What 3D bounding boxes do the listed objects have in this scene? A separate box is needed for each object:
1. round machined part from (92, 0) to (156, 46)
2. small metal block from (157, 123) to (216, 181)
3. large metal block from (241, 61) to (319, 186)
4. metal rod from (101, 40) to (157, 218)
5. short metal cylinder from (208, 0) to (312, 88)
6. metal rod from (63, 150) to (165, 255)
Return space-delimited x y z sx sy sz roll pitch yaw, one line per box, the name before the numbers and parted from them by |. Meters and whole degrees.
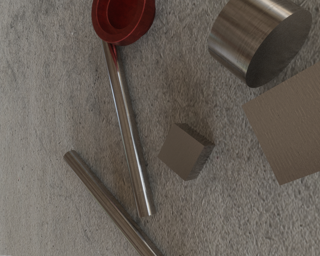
round machined part | -0.045 -0.162 0.426 0.098 0.042 0.097 -1 89 36
small metal block | 0.031 0.028 0.378 0.050 0.025 0.050 39 113 33
large metal block | 0.134 -0.003 0.277 0.080 0.050 0.080 -32 70 35
metal rod | -0.051 -0.025 0.444 0.025 0.025 0.299 -22 76 37
short metal cylinder | 0.093 -0.085 0.292 0.050 0.081 0.080 48 118 29
metal rod | -0.057 0.131 0.449 0.300 0.025 0.025 41 115 32
